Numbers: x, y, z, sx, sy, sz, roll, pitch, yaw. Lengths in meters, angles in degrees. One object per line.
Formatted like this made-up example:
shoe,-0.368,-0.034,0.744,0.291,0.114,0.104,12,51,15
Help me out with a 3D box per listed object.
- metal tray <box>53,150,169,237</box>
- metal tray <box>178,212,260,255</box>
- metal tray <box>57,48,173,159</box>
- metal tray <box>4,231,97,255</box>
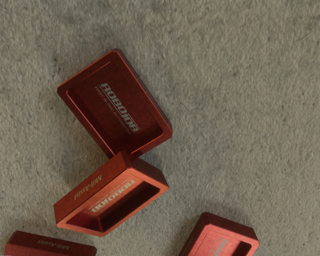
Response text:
metal tray,-0.065,0.093,0.417,0.130,0.030,0.090,-39,137,13
metal tray,0.082,0.202,0.482,0.090,0.030,0.129,22,108,-8
metal tray,-0.054,-0.023,0.397,0.090,0.030,0.130,-31,108,10
metal tray,-0.174,0.218,0.485,0.131,0.030,0.089,14,109,-6
